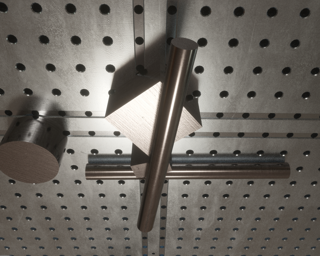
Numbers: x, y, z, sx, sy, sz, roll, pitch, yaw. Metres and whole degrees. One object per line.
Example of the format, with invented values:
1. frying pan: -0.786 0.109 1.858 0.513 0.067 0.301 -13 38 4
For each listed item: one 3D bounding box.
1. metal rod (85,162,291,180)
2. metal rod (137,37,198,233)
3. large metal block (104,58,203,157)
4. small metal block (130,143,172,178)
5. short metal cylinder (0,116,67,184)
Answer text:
1. metal rod: 0.041 0.065 0.467 0.302 0.025 0.025 0 130 -1
2. metal rod: 0.000 0.036 0.376 0.025 0.025 0.298 6 130 -6
3. large metal block: -0.007 -0.022 0.376 0.080 0.050 0.080 -31 124 23
4. small metal block: -0.011 0.038 0.427 0.050 0.050 0.025 -12 129 10
5. short metal cylinder: -0.172 0.030 0.418 0.081 0.050 0.079 0 130 0
